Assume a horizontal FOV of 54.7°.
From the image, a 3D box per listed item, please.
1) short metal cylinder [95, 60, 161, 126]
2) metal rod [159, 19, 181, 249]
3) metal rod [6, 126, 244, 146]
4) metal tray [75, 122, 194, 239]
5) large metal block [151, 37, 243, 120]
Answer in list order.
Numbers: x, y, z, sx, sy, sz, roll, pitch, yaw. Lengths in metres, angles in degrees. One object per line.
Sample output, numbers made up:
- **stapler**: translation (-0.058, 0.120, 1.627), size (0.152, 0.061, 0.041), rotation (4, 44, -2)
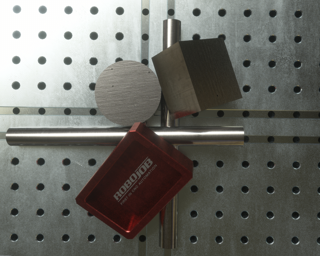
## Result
- **short metal cylinder**: translation (-0.039, -0.043, 0.400), size (0.081, 0.050, 0.079), rotation (0, 90, 0)
- **metal rod**: translation (0.013, 0.008, 0.413), size (0.025, 0.025, 0.298), rotation (1, 90, 0)
- **metal rod**: translation (-0.049, 0.011, 0.396), size (0.302, 0.025, 0.025), rotation (0, 90, 7)
- **metal tray**: translation (-0.032, 0.068, 0.385), size (0.090, 0.030, 0.129), rotation (38, 111, -6)
- **large metal block**: translation (0.047, -0.061, 0.381), size (0.081, 0.050, 0.080), rotation (-18, 90, -40)
